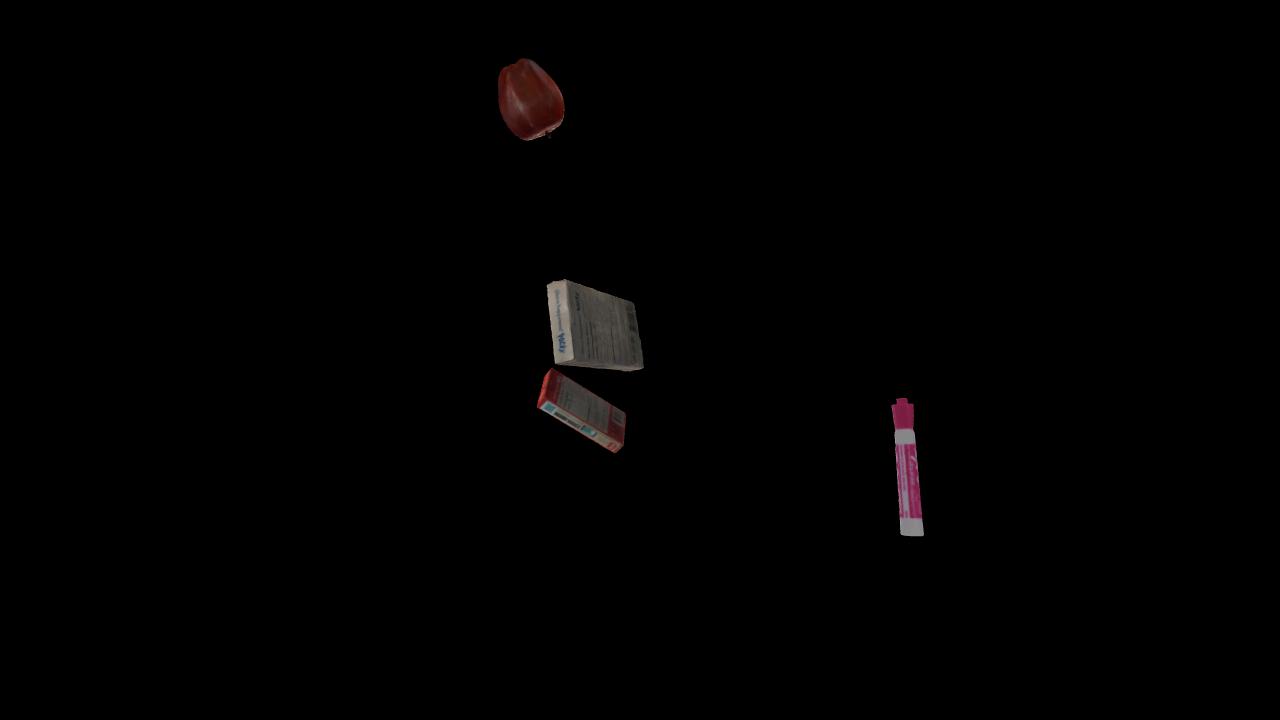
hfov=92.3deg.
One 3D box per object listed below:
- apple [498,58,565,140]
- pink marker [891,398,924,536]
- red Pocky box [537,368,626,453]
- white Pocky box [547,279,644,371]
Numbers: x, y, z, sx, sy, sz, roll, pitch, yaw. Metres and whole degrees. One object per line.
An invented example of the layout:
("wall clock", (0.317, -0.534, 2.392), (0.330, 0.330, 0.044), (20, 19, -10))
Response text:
("apple", (-0.133, -0.315, 0.753), (0.079, 0.093, 0.079), (-21, 24, 10))
("pink marker", (0.238, 0.094, 0.549), (0.020, 0.121, 0.020), (0, -12, 0))
("red Pocky box", (-0.092, 0.081, 0.995), (0.155, 0.028, 0.083), (34, 30, -19))
("white Pocky box", (-0.044, -0.032, 0.667), (0.028, 0.084, 0.154), (-11, -8, 25))
